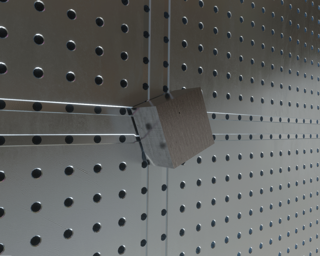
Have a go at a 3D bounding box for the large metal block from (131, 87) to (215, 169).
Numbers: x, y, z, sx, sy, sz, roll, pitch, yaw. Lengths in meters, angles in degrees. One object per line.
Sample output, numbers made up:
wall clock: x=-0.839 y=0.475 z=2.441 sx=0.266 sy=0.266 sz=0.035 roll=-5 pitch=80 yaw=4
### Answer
large metal block: x=0.019 y=-0.002 z=0.407 sx=0.081 sy=0.050 sz=0.080 roll=-27 pitch=107 yaw=-37
